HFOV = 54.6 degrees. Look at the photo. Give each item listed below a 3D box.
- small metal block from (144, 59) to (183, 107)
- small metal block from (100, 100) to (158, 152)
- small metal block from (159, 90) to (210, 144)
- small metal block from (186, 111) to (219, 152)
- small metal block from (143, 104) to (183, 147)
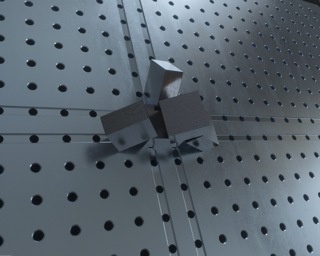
[{"bbox_3d":[0.003,-0.060,0.417,0.025,0.050,0.050,3,25,-26],"label":"small metal block"},{"bbox_3d":[-0.035,-0.001,0.361,0.050,0.050,0.025,-22,64,0],"label":"small metal block"},{"bbox_3d":[0.030,-0.013,0.385,0.050,0.025,0.050,-15,65,1],"label":"small metal block"},{"bbox_3d":[0.053,0.000,0.422,0.050,0.025,0.050,27,45,-52],"label":"small metal block"},{"bbox_3d":[0.001,-0.003,0.410,0.050,0.025,0.050,2,61,-27],"label":"small metal block"}]
